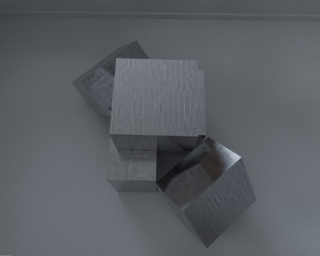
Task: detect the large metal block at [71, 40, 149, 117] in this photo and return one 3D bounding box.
[{"bbox_3d":[-0.058,-0.062,0.393,0.080,0.080,0.050,-41,110,-14],"label":"large metal block"}]

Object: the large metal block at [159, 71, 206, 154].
[{"bbox_3d":[0.025,-0.016,0.384,0.050,0.080,0.080,1,70,0],"label":"large metal block"}]

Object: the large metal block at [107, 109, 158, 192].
[{"bbox_3d":[-0.029,0.030,0.368,0.050,0.080,0.080,1,70,0],"label":"large metal block"}]

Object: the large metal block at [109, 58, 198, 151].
[{"bbox_3d":[-0.004,-0.022,0.317,0.080,0.050,0.080,2,70,0],"label":"large metal block"}]

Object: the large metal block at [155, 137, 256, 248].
[{"bbox_3d":[0.053,0.072,0.345,0.080,0.080,0.050,-40,40,-13],"label":"large metal block"}]
